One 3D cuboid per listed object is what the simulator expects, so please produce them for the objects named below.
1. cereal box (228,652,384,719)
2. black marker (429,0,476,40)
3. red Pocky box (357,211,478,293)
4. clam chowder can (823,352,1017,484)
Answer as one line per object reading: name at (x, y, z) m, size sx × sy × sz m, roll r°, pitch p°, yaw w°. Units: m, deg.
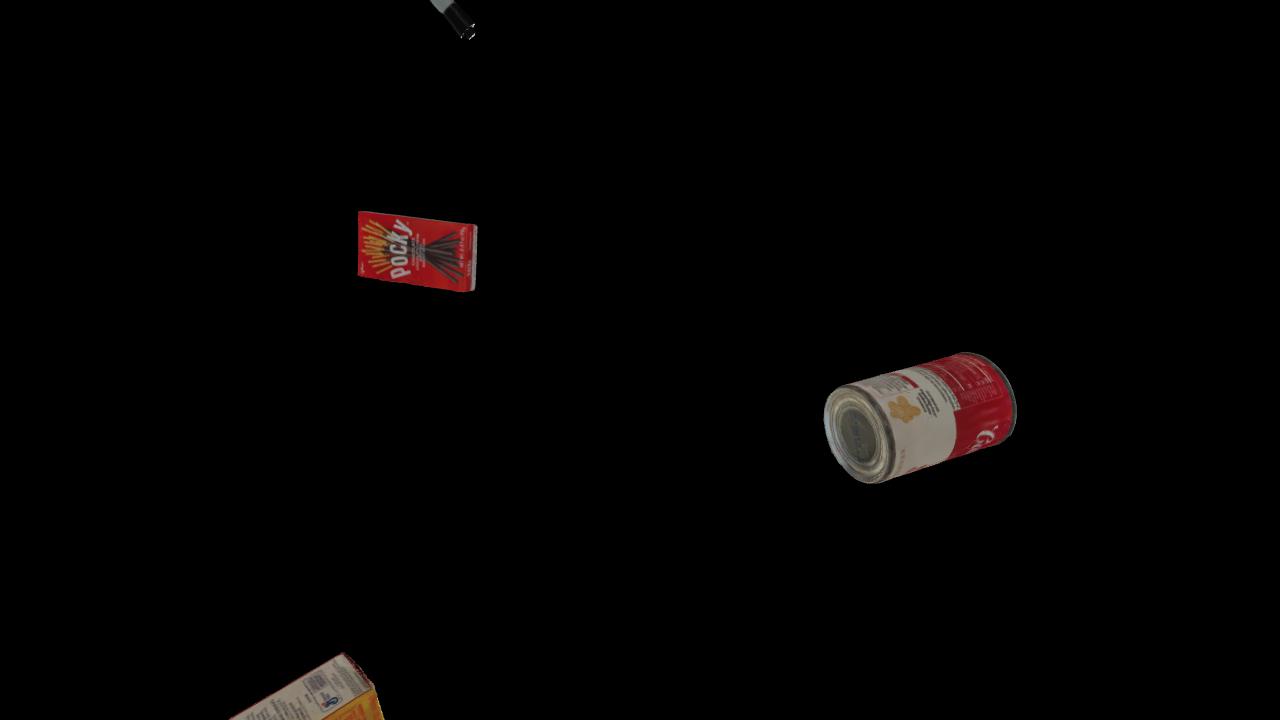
cereal box at (-0.324, 0.390, 0.435) m, size 0.081 × 0.203 × 0.306 m, roll 11°, pitch 24°, yaw 44°
black marker at (-0.189, -0.332, 0.532) m, size 0.121 × 0.020 × 0.020 m, roll 46°, pitch -22°, yaw -23°
red Pocky box at (-0.274, -0.133, 0.754) m, size 0.155 × 0.083 × 0.028 m, roll 9°, pitch 15°, yaw 14°
clam chowder can at (0.185, 0.038, 0.411) m, size 0.102 × 0.068 × 0.068 m, roll -12°, pitch 4°, yaw -17°
